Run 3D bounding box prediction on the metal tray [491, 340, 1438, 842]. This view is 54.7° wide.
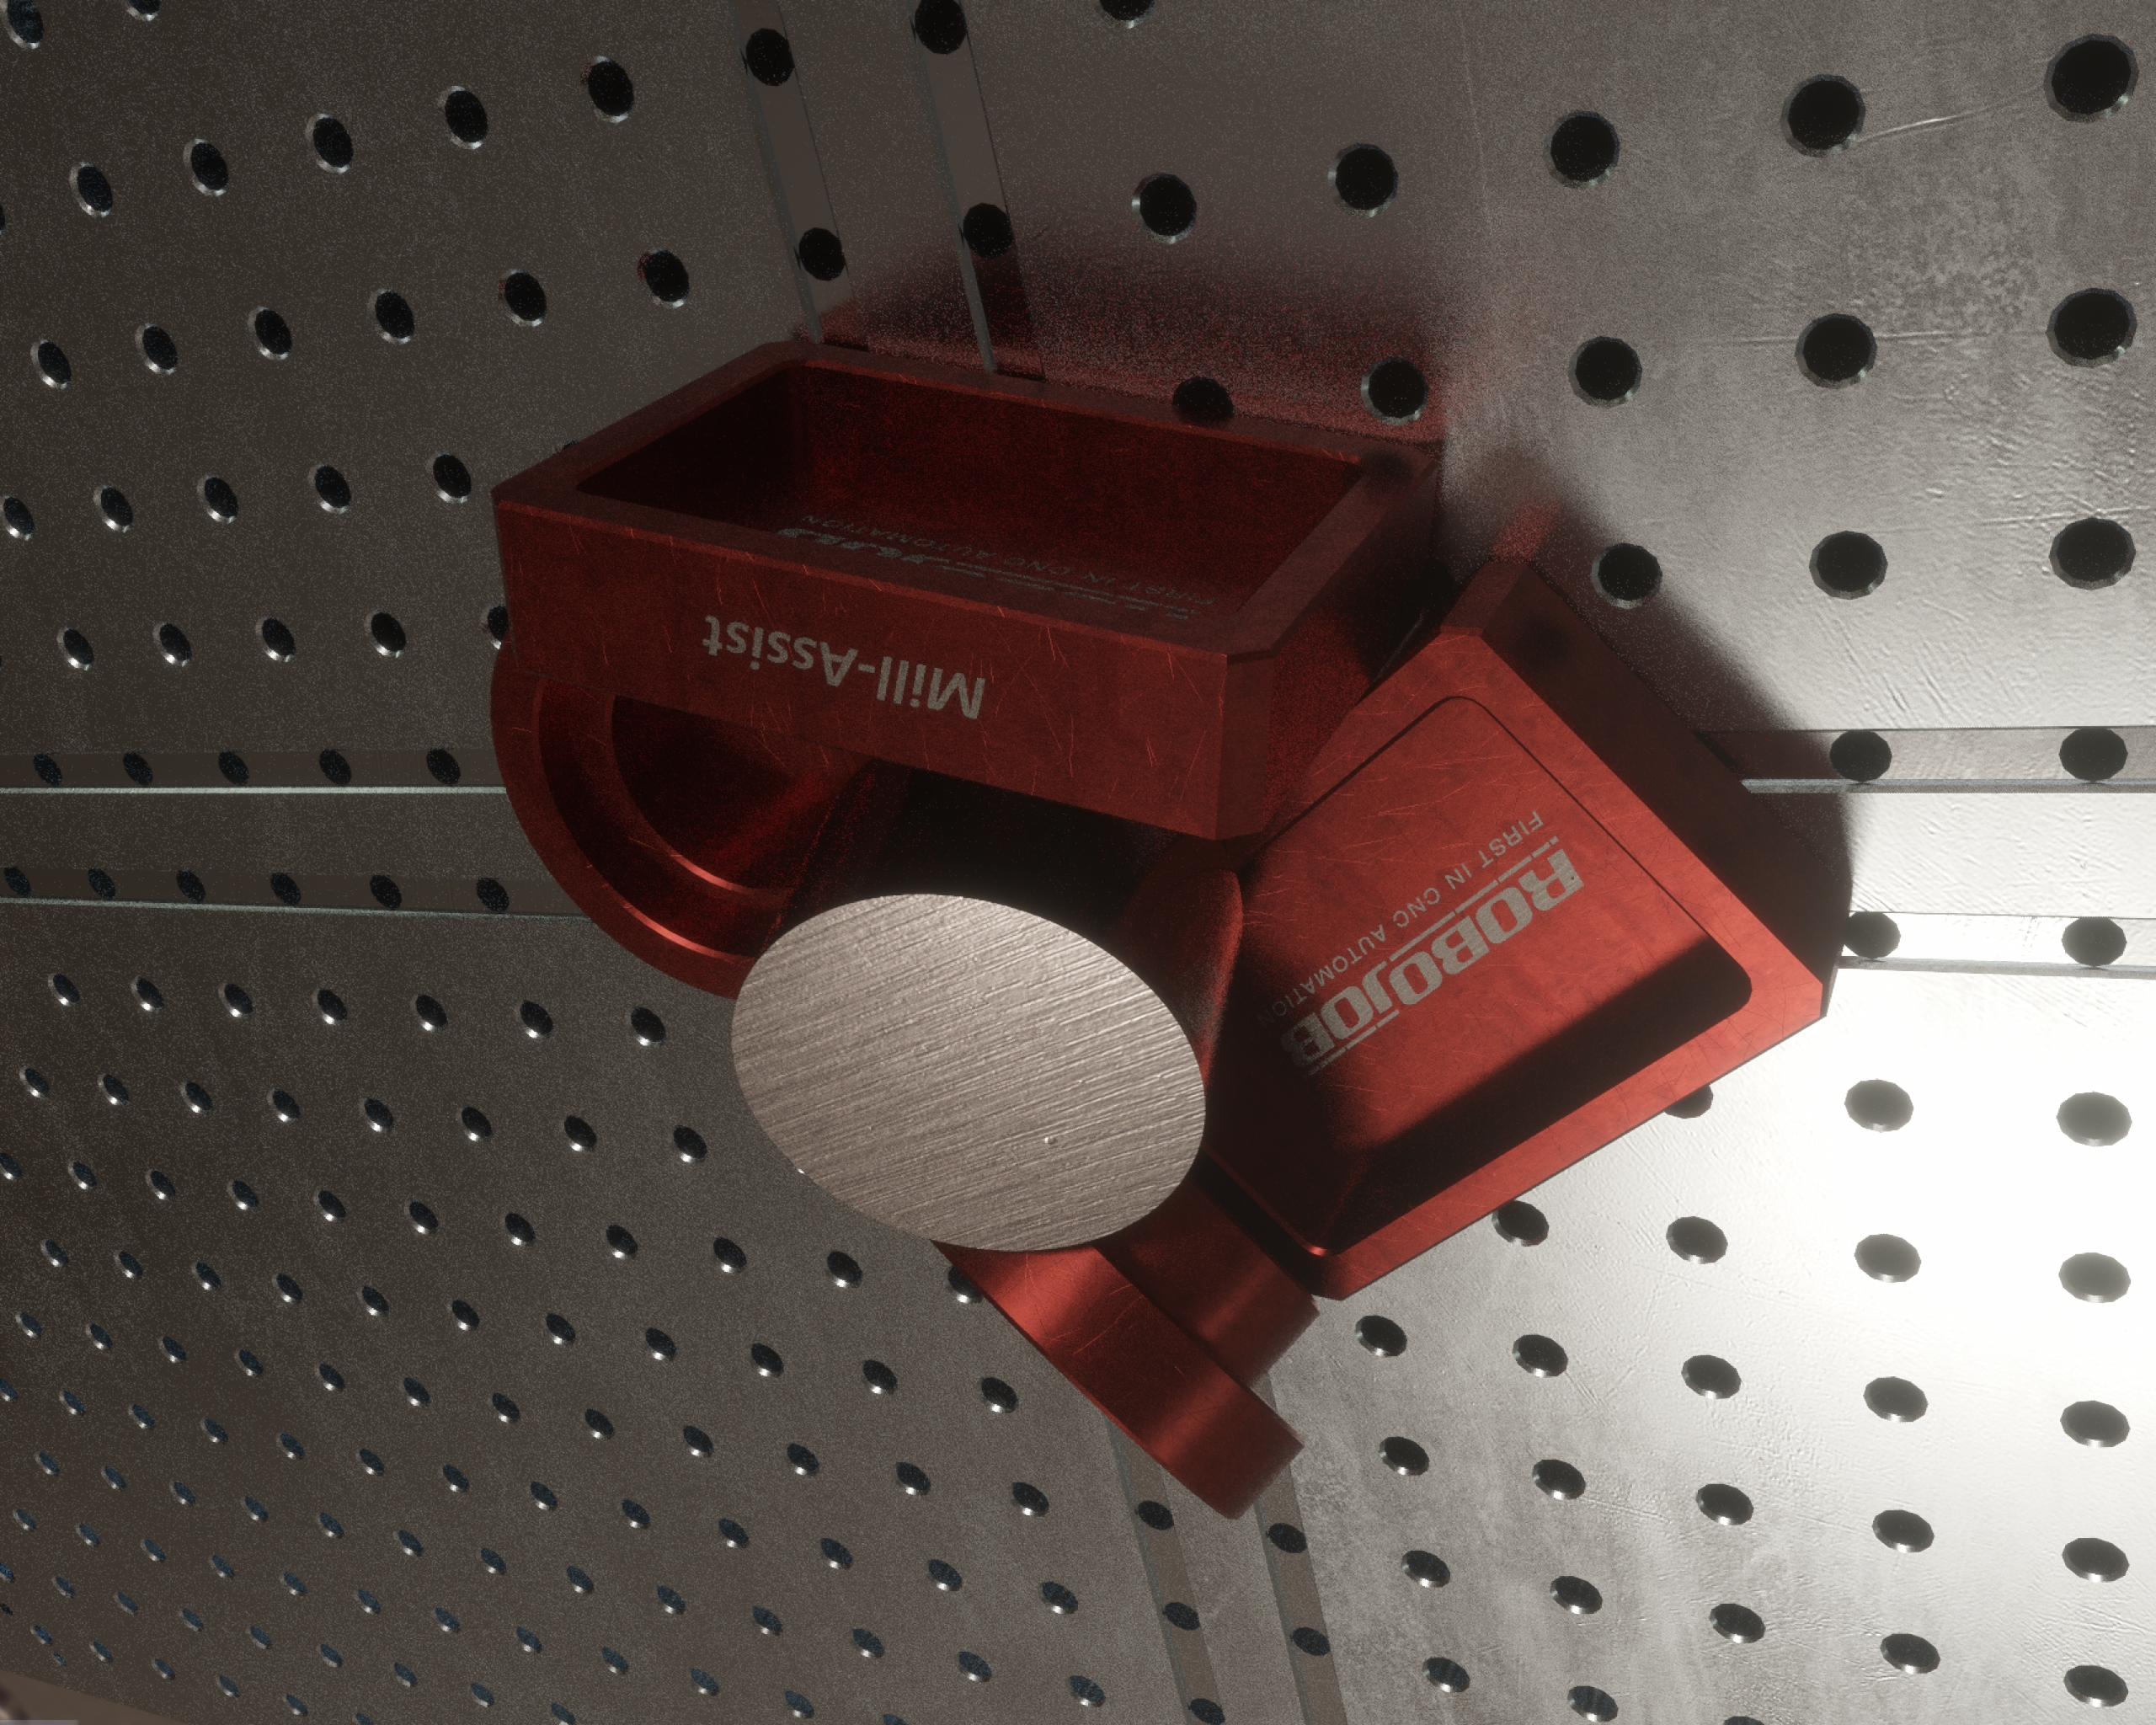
[{"bbox_3d":[-0.016,-0.050,0.345,0.130,0.090,0.030,14,124,19],"label":"metal tray"}]

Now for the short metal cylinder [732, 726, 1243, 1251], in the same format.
[{"bbox_3d":[-0.014,0.022,0.367,0.080,0.050,0.079,6,128,8],"label":"short metal cylinder"}]

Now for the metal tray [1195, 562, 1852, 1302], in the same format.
[{"bbox_3d":[0.061,0.018,0.385,0.090,0.030,0.129,45,129,-4],"label":"metal tray"}]

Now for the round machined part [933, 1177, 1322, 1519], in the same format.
[{"bbox_3d":[0.010,0.082,0.422,0.098,0.042,0.098,43,173,7],"label":"round machined part"}]

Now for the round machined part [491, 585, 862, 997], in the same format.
[{"bbox_3d":[-0.064,-0.023,0.418,0.098,0.042,0.097,13,124,20],"label":"round machined part"}]
